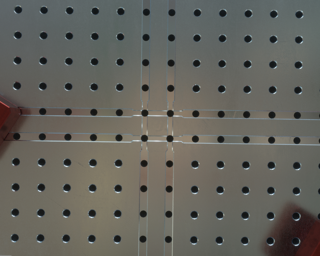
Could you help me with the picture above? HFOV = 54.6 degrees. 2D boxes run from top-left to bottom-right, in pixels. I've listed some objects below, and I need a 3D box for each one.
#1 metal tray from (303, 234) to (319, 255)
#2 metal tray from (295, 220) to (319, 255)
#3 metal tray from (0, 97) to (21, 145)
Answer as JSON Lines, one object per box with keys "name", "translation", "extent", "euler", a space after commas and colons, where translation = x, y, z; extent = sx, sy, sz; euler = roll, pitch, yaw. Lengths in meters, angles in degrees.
{"name": "metal tray", "translation": [0.273, 0.167, 0.412], "extent": [0.130, 0.030, 0.090], "euler": [-29, 90, 0]}
{"name": "metal tray", "translation": [0.234, 0.185, 0.381], "extent": [0.130, 0.030, 0.090], "euler": [31, 90, 0]}
{"name": "metal tray", "translation": [-0.267, -0.021, 0.409], "extent": [0.130, 0.030, 0.090], "euler": [33, 90, 0]}
